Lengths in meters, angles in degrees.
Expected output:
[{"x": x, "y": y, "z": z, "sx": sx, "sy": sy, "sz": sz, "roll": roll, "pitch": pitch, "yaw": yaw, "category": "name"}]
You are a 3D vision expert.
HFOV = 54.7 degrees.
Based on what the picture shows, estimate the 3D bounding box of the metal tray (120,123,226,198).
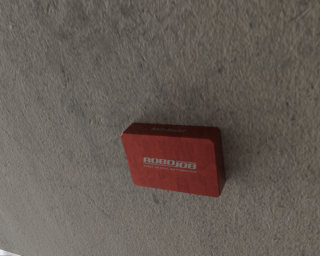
[{"x": 0.018, "y": 0.041, "z": 0.419, "sx": 0.130, "sy": 0.030, "sz": 0.089, "roll": 3, "pitch": 120, "yaw": 26, "category": "metal tray"}]
